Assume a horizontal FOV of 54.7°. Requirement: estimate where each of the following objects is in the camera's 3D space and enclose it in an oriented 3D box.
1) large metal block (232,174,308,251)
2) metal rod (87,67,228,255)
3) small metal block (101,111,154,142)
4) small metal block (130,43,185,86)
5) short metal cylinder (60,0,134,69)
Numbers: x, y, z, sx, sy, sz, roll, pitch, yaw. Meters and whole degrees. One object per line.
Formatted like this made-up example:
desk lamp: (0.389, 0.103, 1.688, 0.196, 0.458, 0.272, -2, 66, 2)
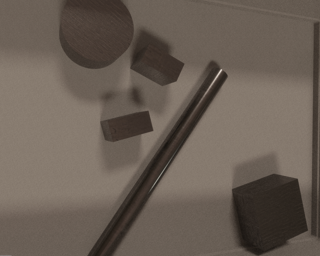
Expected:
large metal block: (0.163, 0.121, 0.459, 0.081, 0.050, 0.080, -15, 95, -20)
metal rod: (0.003, 0.043, 0.412, 0.025, 0.025, 0.300, 38, 78, -17)
small metal block: (-0.042, -0.002, 0.382, 0.050, 0.050, 0.025, -15, 96, -20)
small metal block: (-0.005, -0.079, 0.396, 0.050, 0.050, 0.025, 27, 81, -19)
short metal cylinder: (-0.077, -0.115, 0.369, 0.081, 0.050, 0.079, 0, 90, -20)
